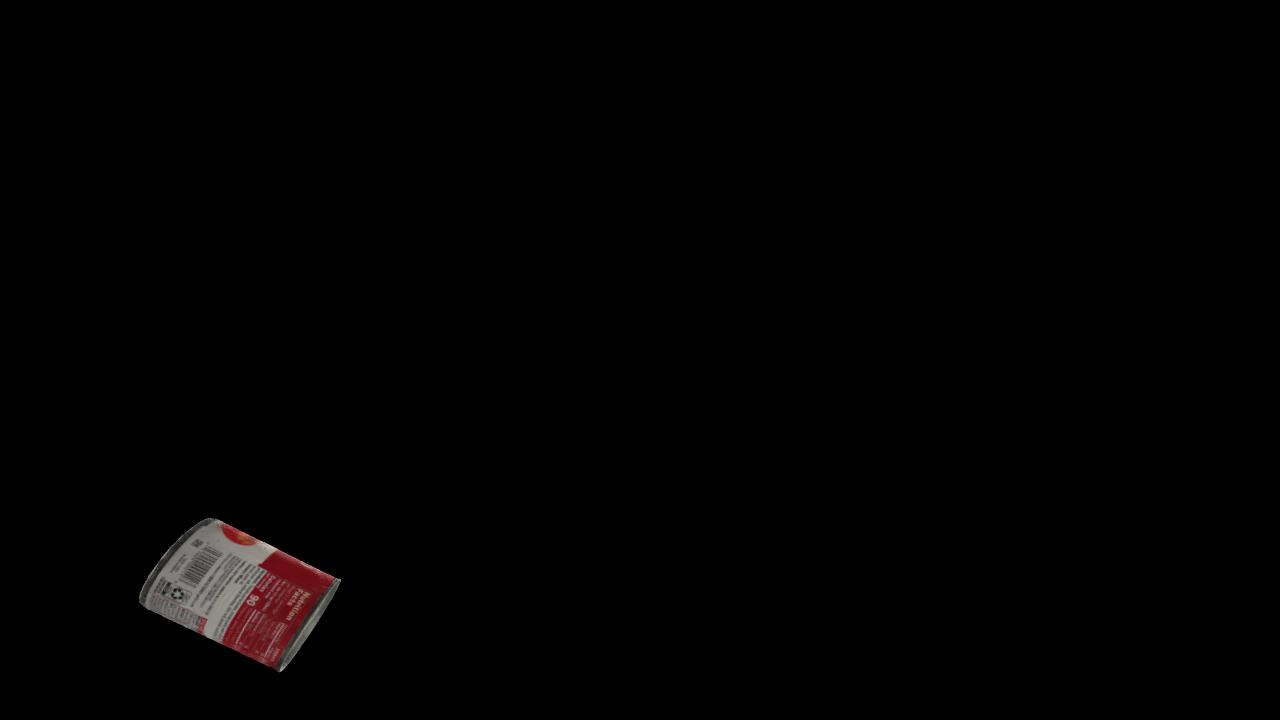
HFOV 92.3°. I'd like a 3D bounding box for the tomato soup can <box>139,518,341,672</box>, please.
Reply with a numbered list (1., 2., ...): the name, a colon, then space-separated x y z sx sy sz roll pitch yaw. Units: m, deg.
1. tomato soup can: -0.277 0.164 0.432 0.101 0.068 0.068 30 -5 -8
